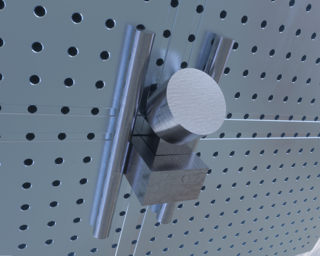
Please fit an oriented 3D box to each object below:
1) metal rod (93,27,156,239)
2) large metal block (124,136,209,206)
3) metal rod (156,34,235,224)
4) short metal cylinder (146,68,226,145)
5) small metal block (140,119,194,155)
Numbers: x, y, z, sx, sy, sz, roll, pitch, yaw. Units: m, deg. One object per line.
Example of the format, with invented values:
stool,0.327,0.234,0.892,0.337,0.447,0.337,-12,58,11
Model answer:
metal rod,-0.052,0.025,0.398,0.025,0.025,0.298,1,118,-29
large metal block,0.003,0.052,0.406,0.081,0.080,0.050,1,118,-29
metal rod,0.044,0.017,0.446,0.025,0.025,0.298,2,118,-29
short metal cylinder,0.031,-0.024,0.369,0.081,0.050,0.080,9,70,-27
small metal block,0.009,0.011,0.406,0.050,0.050,0.025,1,118,-30
